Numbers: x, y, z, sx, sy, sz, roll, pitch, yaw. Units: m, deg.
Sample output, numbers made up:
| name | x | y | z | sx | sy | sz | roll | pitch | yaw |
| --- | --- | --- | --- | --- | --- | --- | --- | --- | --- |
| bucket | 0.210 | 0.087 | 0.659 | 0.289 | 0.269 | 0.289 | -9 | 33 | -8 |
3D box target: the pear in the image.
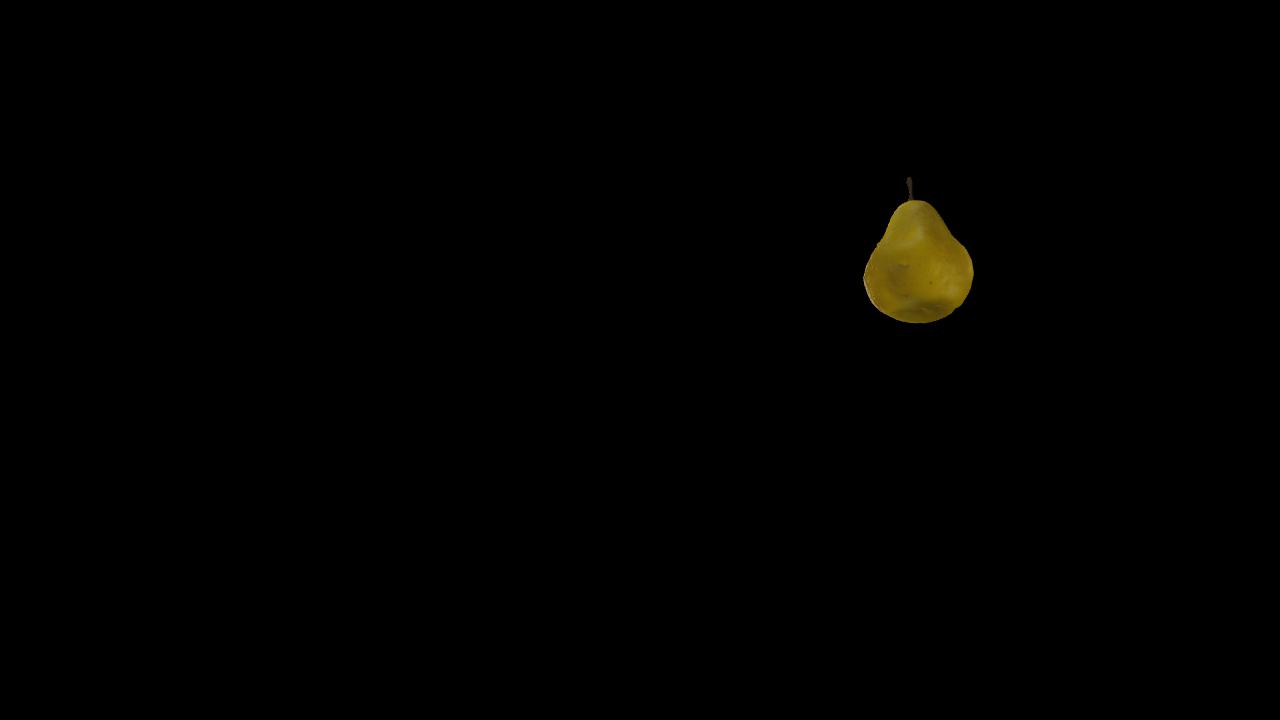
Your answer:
| name | x | y | z | sx | sy | sz | roll | pitch | yaw |
| --- | --- | --- | --- | --- | --- | --- | --- | --- | --- |
| pear | 0.219 | -0.087 | 0.488 | 0.080 | 0.111 | 0.080 | 9 | -17 | 3 |
